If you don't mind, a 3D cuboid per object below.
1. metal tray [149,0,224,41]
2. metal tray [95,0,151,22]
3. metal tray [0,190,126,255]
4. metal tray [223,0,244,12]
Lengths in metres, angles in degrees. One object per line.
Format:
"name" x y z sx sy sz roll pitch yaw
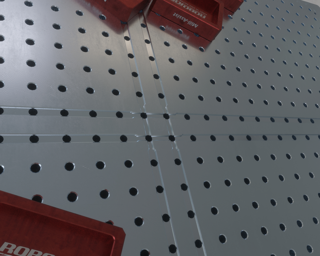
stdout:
"metal tray" 0.053 -0.224 0.569 0.131 0.030 0.090 23 53 -14
"metal tray" -0.082 -0.241 0.508 0.130 0.030 0.090 37 51 -3
"metal tray" -0.105 0.119 0.275 0.131 0.030 0.090 23 53 -15
"metal tray" 0.137 -0.317 0.670 0.090 0.030 0.130 23 53 -14
